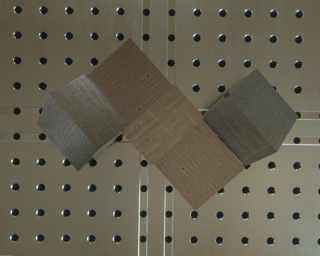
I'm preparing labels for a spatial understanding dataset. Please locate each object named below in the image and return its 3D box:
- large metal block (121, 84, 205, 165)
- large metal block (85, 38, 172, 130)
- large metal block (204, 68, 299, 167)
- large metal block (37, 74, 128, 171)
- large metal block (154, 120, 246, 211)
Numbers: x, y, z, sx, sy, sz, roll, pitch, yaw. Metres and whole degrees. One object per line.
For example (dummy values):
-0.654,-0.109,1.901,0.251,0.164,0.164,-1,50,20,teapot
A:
0.003,-0.004,0.385,0.080,0.080,0.050,-42,91,0,large metal block
-0.039,-0.054,0.400,0.080,0.050,0.080,-42,91,1,large metal block
0.112,-0.014,0.380,0.080,0.050,0.080,49,50,-1,large metal block
-0.096,-0.004,0.378,0.080,0.080,0.050,49,51,0,large metal block
0.047,0.045,0.401,0.080,0.050,0.080,-41,89,0,large metal block
